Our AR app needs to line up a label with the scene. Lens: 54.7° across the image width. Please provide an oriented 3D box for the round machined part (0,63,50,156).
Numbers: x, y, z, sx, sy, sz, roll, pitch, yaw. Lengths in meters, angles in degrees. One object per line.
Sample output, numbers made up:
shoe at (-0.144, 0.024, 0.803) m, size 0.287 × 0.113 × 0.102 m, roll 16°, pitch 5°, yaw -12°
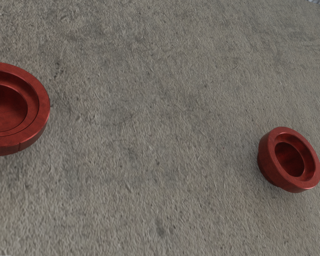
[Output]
round machined part at (-0.166, -0.015, 0.313) m, size 0.099 × 0.042 × 0.098 m, roll 14°, pitch 56°, yaw -21°

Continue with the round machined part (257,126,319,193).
round machined part at (0.186, 0.050, 0.462) m, size 0.099 × 0.042 × 0.098 m, roll 14°, pitch 56°, yaw -21°
